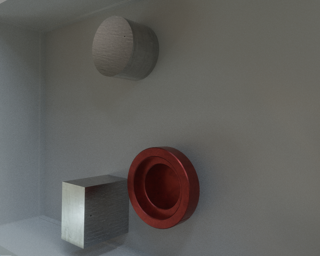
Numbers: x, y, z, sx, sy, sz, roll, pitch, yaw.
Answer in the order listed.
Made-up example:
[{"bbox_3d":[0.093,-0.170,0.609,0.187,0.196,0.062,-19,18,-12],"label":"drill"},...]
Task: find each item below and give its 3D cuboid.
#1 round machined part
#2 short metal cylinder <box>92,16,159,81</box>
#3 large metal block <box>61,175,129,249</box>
[{"bbox_3d":[0.009,0.072,0.387,0.098,0.042,0.097,0,90,39],"label":"round machined part"},{"bbox_3d":[-0.048,-0.108,0.428,0.080,0.050,0.079,0,90,39],"label":"short metal cylinder"},{"bbox_3d":[-0.091,0.115,0.443,0.050,0.081,0.079,3,92,40],"label":"large metal block"}]
